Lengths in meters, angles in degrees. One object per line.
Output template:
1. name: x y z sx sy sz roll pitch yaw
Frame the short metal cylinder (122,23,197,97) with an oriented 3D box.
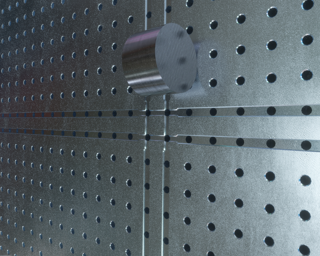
1. short metal cylinder: 0.001 -0.079 0.371 0.050 0.081 0.079 -2 89 40
